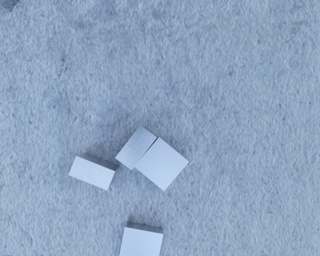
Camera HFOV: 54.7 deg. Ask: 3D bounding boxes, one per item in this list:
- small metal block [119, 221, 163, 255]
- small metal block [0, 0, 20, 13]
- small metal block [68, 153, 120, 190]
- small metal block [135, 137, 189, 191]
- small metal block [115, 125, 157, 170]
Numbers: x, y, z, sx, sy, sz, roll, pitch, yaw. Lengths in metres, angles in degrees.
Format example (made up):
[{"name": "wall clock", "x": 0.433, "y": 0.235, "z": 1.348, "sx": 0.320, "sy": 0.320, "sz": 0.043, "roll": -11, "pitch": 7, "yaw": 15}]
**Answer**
[{"name": "small metal block", "x": -0.025, "y": 0.156, "z": 0.410, "sx": 0.050, "sy": 0.025, "sz": 0.050, "roll": 11, "pitch": 90, "yaw": -1}, {"name": "small metal block", "x": -0.208, "y": -0.191, "z": 0.407, "sx": 0.050, "sy": 0.025, "sz": 0.050, "roll": 37, "pitch": 90, "yaw": -1}, {"name": "small metal block", "x": -0.082, "y": 0.054, "z": 0.396, "sx": 0.050, "sy": 0.050, "sz": 0.025, "roll": 22, "pitch": 90, "yaw": -1}, {"name": "small metal block", "x": 0.002, "y": 0.046, "z": 0.410, "sx": 0.050, "sy": 0.025, "sz": 0.050, "roll": 40, "pitch": 90, "yaw": -1}, {"name": "small metal block", "x": -0.029, "y": 0.024, "z": 0.397, "sx": 0.025, "sy": 0.050, "sz": 0.050, "roll": 37, "pitch": 90, "yaw": 0}]
